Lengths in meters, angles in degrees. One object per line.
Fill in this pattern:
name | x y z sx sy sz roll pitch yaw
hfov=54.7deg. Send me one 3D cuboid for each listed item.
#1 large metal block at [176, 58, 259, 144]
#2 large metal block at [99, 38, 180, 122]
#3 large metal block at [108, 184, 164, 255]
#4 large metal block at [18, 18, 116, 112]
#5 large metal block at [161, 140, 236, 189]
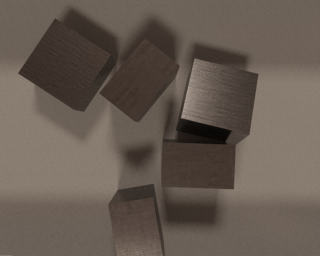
large metal block | 0.070 -0.031 0.389 0.080 0.050 0.080 14 72 -1
large metal block | -0.023 -0.054 0.384 0.050 0.080 0.080 39 90 -1
large metal block | -0.026 0.120 0.384 0.050 0.080 0.080 -10 90 0
large metal block | -0.115 -0.077 0.397 0.080 0.050 0.080 33 90 -1
large metal block | 0.043 0.042 0.385 0.081 0.080 0.050 2 91 -1
